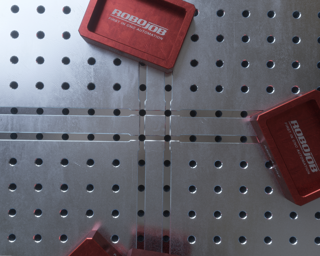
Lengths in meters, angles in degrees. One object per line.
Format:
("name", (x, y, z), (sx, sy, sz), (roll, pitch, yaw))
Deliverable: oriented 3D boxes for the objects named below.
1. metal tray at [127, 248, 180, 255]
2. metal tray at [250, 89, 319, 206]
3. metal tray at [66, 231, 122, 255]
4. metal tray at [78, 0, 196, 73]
("metal tray", (-0.006, 0.223, 0.380), (0.091, 0.030, 0.129), (10, 90, -1))
("metal tray", (0.191, 0.025, 0.413), (0.090, 0.030, 0.129), (-25, 90, -1))
("metal tray", (-0.077, 0.215, 0.410), (0.090, 0.030, 0.130), (-44, 91, 0))
("metal tray", (-0.029, -0.138, 0.410), (0.131, 0.030, 0.090), (21, 90, -1))
